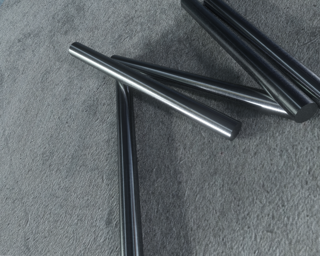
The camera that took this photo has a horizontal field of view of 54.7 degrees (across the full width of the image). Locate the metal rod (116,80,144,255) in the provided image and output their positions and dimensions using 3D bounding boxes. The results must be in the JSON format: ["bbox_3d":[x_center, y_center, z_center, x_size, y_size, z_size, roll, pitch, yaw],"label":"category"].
[{"bbox_3d":[-0.041,0.046,0.397,0.025,0.025,0.299,-19,54,17],"label":"metal rod"}]

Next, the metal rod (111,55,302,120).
[{"bbox_3d":[0.039,-0.063,0.422,0.300,0.025,0.025,21,73,36],"label":"metal rod"}]

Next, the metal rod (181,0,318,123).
[{"bbox_3d":[0.094,-0.111,0.403,0.025,0.025,0.300,-33,46,7],"label":"metal rod"}]

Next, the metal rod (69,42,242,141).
[{"bbox_3d":[-0.025,-0.062,0.430,0.300,0.025,0.025,30,79,30],"label":"metal rod"}]

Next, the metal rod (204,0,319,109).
[{"bbox_3d":[0.139,-0.097,0.390,0.025,0.025,0.300,-35,51,5],"label":"metal rod"}]
